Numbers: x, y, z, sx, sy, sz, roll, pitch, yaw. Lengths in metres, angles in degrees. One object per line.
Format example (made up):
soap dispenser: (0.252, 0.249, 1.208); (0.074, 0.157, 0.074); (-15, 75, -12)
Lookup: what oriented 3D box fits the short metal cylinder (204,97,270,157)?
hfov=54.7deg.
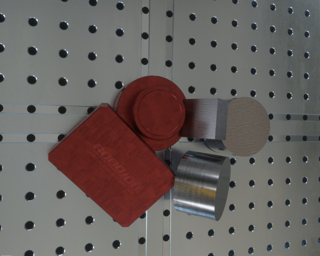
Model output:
short metal cylinder: (0.105, -0.002, 0.434); (0.081, 0.050, 0.079); (0, 90, -20)

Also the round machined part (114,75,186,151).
round machined part: (-0.007, -0.019, 0.397); (0.099, 0.042, 0.097); (0, 90, -20)

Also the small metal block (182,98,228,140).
small metal block: (0.057, -0.011, 0.397); (0.025, 0.050, 0.050); (8, 86, -48)

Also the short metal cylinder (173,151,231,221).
short metal cylinder: (0.056, 0.072, 0.394); (0.050, 0.080, 0.080); (8, 87, 23)

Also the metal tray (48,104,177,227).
metal tray: (-0.054, 0.045, 0.374); (0.090, 0.030, 0.130); (-43, 105, 1)
